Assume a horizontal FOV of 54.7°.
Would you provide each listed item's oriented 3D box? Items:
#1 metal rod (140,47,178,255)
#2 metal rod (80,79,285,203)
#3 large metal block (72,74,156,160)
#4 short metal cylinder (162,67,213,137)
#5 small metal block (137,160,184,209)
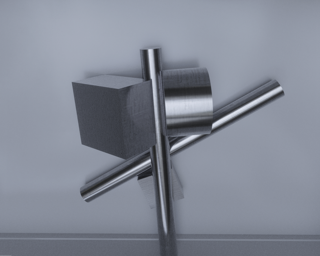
[{"bbox_3d":[0.001,0.050,0.400,0.025,0.025,0.298,-5,109,1],"label":"metal rod"},{"bbox_3d":[0.022,0.022,0.417,0.300,0.025,0.025,-30,108,10],"label":"metal rod"},{"bbox_3d":[-0.054,-0.017,0.369,0.080,0.050,0.079,13,116,38],"label":"large metal block"},{"bbox_3d":[0.030,-0.031,0.369,0.050,0.080,0.079,-5,110,0],"label":"short metal cylinder"},{"bbox_3d":[0.002,0.081,0.439,0.050,0.025,0.050,-20,109,7],"label":"small metal block"}]
